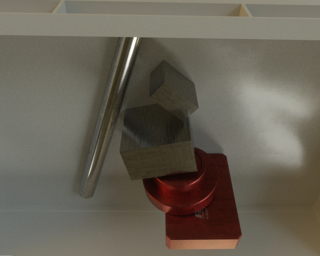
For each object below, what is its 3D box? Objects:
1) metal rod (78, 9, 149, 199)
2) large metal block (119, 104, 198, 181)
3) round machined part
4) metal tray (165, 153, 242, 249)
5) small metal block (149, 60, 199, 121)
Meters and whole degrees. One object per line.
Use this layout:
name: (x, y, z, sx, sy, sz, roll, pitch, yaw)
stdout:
metal rod: (-0.070, -0.006, 0.403, 0.025, 0.025, 0.298, 14, 129, -12)
large metal block: (-0.001, 0.013, 0.384, 0.080, 0.080, 0.050, -9, 129, 7)
round machined part: (0.026, 0.059, 0.401, 0.099, 0.098, 0.042, -5, 136, 4)
metal tray: (0.052, 0.094, 0.420, 0.091, 0.130, 0.030, 0, 136, -1)
small metal block: (0.016, -0.043, 0.356, 0.050, 0.050, 0.025, 34, 122, -26)
